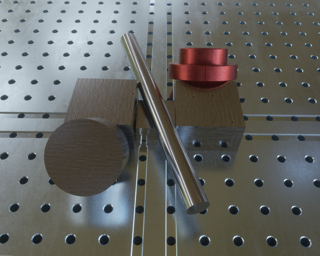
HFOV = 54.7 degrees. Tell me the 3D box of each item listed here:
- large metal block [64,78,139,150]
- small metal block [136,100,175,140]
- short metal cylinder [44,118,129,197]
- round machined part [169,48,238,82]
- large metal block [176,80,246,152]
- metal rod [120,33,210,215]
[{"bbox_3d":[-0.072,-0.019,0.408,0.080,0.050,0.080,2,50,1],"label":"large metal block"},{"bbox_3d":[-0.005,-0.011,0.417,0.050,0.025,0.050,1,50,0],"label":"small metal block"},{"bbox_3d":[-0.077,0.029,0.339,0.080,0.050,0.079,0,93,1],"label":"short metal cylinder"},{"bbox_3d":[0.061,-0.093,0.443,0.099,0.042,0.098,1,15,0],"label":"round machined part"},{"bbox_3d":[0.061,-0.017,0.406,0.081,0.050,0.080,1,50,0],"label":"large metal block"},{"bbox_3d":[-0.006,-0.030,0.399,0.025,0.025,0.300,-13,51,-11],"label":"metal rod"}]
